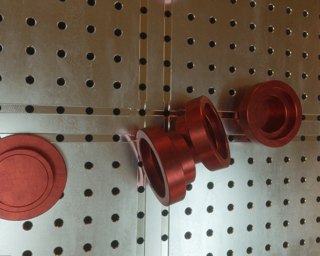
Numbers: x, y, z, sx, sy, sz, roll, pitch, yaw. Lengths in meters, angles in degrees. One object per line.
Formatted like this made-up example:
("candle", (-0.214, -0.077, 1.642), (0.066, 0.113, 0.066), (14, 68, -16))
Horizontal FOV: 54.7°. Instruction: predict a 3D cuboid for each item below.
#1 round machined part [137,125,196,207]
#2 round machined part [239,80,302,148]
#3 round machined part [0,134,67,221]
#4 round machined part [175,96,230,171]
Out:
("round machined part", (0.009, 0.042, 0.378), (0.042, 0.098, 0.097), (-18, 97, -18))
("round machined part", (0.159, -0.021, 0.464), (0.099, 0.042, 0.097), (0, 90, -21))
("round machined part", (-0.155, 0.055, 0.347), (0.099, 0.042, 0.097), (0, 90, -20))
("round machined part", (0.054, 0.010, 0.406), (0.042, 0.098, 0.098), (-20, 99, 23))
